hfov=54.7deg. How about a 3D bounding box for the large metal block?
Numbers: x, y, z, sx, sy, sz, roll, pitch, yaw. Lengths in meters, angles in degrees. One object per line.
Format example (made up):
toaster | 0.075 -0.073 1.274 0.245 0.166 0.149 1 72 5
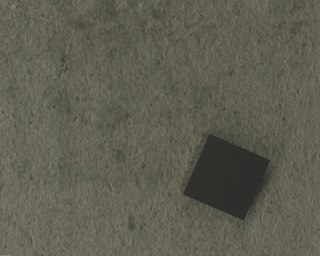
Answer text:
large metal block | 0.080 0.059 0.399 0.080 0.050 0.080 24 90 -1
